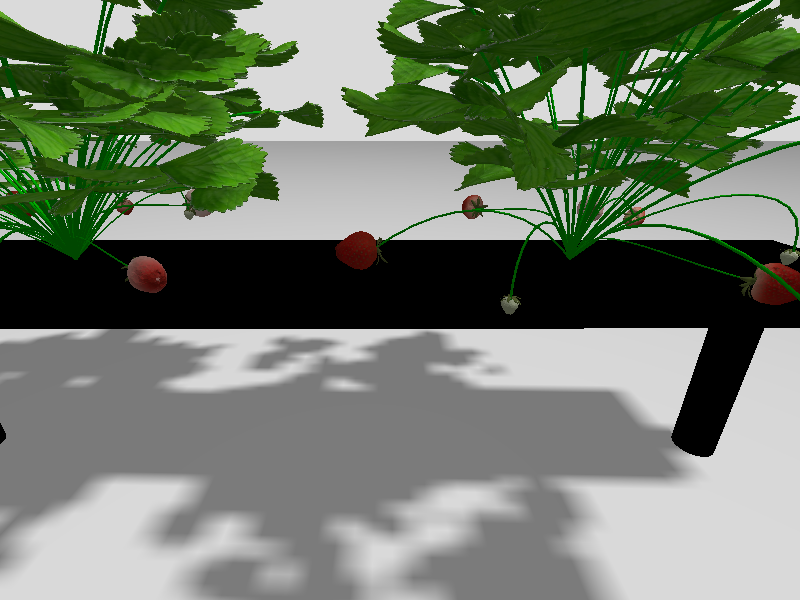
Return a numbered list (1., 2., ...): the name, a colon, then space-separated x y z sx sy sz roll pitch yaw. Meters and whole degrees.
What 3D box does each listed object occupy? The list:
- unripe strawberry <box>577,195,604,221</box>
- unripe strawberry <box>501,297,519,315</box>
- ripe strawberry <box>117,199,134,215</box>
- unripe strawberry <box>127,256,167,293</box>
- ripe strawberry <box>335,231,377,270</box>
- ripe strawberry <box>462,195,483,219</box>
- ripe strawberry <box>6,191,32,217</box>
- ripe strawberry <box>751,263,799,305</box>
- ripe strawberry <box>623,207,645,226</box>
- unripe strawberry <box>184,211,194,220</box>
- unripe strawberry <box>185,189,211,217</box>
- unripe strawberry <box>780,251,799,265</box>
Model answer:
1. unripe strawberry: 0.245 -0.118 0.515 0.032 0.033 0.034 12 26 26
2. unripe strawberry: 0.067 0.004 0.246 0.010 0.011 0.011 15 28 32
3. ripe strawberry: -0.375 -0.126 0.547 0.021 0.022 0.023 -9 -26 -20
4. unripe strawberry: -0.178 -0.017 0.284 0.026 0.027 0.024 16 28 31
5. ripe strawberry: -0.036 -0.042 0.335 0.035 0.030 0.035 -4 24 -7
6. ripe strawberry: 0.093 -0.122 0.522 0.027 0.031 0.030 -8 24 -18
7. ripe strawberry: -0.509 -0.129 0.537 0.036 0.035 0.033 15 27 40
8. ripe strawberry: 0.251 -0.010 0.265 0.025 0.029 0.027 -20 31 -39
9. ripe strawberry: 0.277 -0.096 0.471 0.022 0.025 0.023 22 4 41
10. unripe strawberry: -0.262 -0.105 0.497 0.011 0.011 0.011 5 24 12
11. unripe strawberry: -0.270 -0.133 0.545 0.036 0.038 0.038 3 23 7
12. unripe strawberry: 0.314 -0.034 0.324 0.011 0.012 0.011 6 24 13
